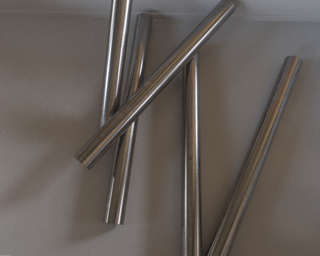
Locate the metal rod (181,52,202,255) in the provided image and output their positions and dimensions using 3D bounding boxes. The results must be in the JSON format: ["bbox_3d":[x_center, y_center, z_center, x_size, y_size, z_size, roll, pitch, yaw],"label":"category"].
[{"bbox_3d":[0.041,0.016,0.404,0.025,0.025,0.299,2,70,0],"label":"metal rod"}]

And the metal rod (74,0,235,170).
[{"bbox_3d":[0.003,-0.067,0.406,0.025,0.025,0.301,38,74,12],"label":"metal rod"}]

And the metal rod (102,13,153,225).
[{"bbox_3d":[-0.039,-0.026,0.418,0.025,0.025,0.299,6,70,2],"label":"metal rod"}]

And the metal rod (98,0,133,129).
[{"bbox_3d":[-0.048,-0.136,0.378,0.025,0.025,0.298,9,102,3],"label":"metal rod"}]

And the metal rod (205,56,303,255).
[{"bbox_3d":[0.127,0.030,0.400,0.025,0.025,0.300,25,72,8],"label":"metal rod"}]
